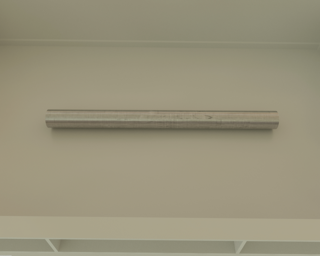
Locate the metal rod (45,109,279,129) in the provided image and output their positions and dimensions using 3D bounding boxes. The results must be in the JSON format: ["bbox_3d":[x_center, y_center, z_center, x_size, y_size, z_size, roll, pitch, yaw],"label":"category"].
[{"bbox_3d":[0.003,-0.012,0.412,0.302,0.025,0.025,0,50,0],"label":"metal rod"}]
